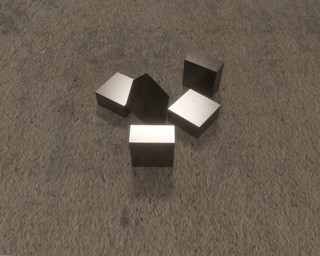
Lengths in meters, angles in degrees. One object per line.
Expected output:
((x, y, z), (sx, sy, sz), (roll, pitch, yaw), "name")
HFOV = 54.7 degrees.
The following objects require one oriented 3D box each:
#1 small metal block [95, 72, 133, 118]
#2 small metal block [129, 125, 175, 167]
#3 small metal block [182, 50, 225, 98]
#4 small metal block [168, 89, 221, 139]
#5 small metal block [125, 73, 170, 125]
((-0.055, -0.048, 0.443), (0.050, 0.025, 0.050), (26, 55, 20), "small metal block")
((-0.009, 0.022, 0.368), (0.050, 0.050, 0.025), (1, 50, 0), "small metal block")
((0.062, -0.079, 0.454), (0.050, 0.050, 0.025), (26, 55, 20), "small metal block")
((0.046, -0.020, 0.421), (0.050, 0.025, 0.050), (32, 57, 24), "small metal block")
((-0.015, -0.036, 0.414), (0.025, 0.050, 0.050), (-22, 41, 33), "small metal block")
